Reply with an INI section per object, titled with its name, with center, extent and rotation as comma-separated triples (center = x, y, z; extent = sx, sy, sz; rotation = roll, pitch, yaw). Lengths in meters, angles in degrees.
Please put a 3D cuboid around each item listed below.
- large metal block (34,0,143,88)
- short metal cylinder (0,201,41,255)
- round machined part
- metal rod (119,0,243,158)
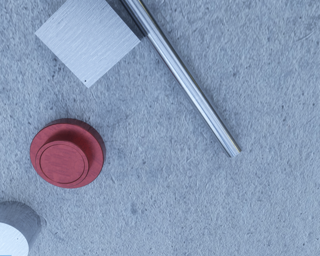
[large metal block]
center = -0.078, -0.106, 0.356
extent = 0.080, 0.050, 0.080
rotation = -39, 106, 13
[short metal cylinder]
center = -0.222, 0.154, 0.450
extent = 0.081, 0.050, 0.079
rotation = 0, 110, -1
[round machined part]
center = -0.125, 0.039, 0.414
extent = 0.099, 0.042, 0.097
rotation = 0, 110, -1
[metal rod]
center = 0.016, -0.083, 0.379
extent = 0.025, 0.025, 0.299
rotation = -33, 107, 11
